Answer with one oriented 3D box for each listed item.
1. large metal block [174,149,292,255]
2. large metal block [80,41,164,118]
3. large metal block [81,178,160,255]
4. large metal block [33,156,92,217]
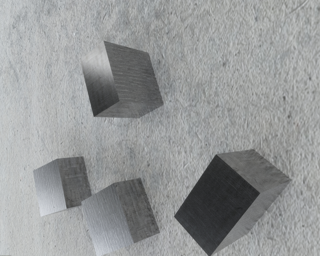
[{"bbox_3d":[0.073,0.070,0.309,0.050,0.081,0.080,44,116,31],"label":"large metal block"},{"bbox_3d":[-0.049,-0.060,0.410,0.050,0.081,0.080,-26,74,37],"label":"large metal block"},{"bbox_3d":[-0.057,0.125,0.436,0.080,0.050,0.080,-33,69,35],"label":"large metal block"},{"bbox_3d":[-0.166,0.099,0.526,0.080,0.050,0.080,-24,75,37],"label":"large metal block"}]
